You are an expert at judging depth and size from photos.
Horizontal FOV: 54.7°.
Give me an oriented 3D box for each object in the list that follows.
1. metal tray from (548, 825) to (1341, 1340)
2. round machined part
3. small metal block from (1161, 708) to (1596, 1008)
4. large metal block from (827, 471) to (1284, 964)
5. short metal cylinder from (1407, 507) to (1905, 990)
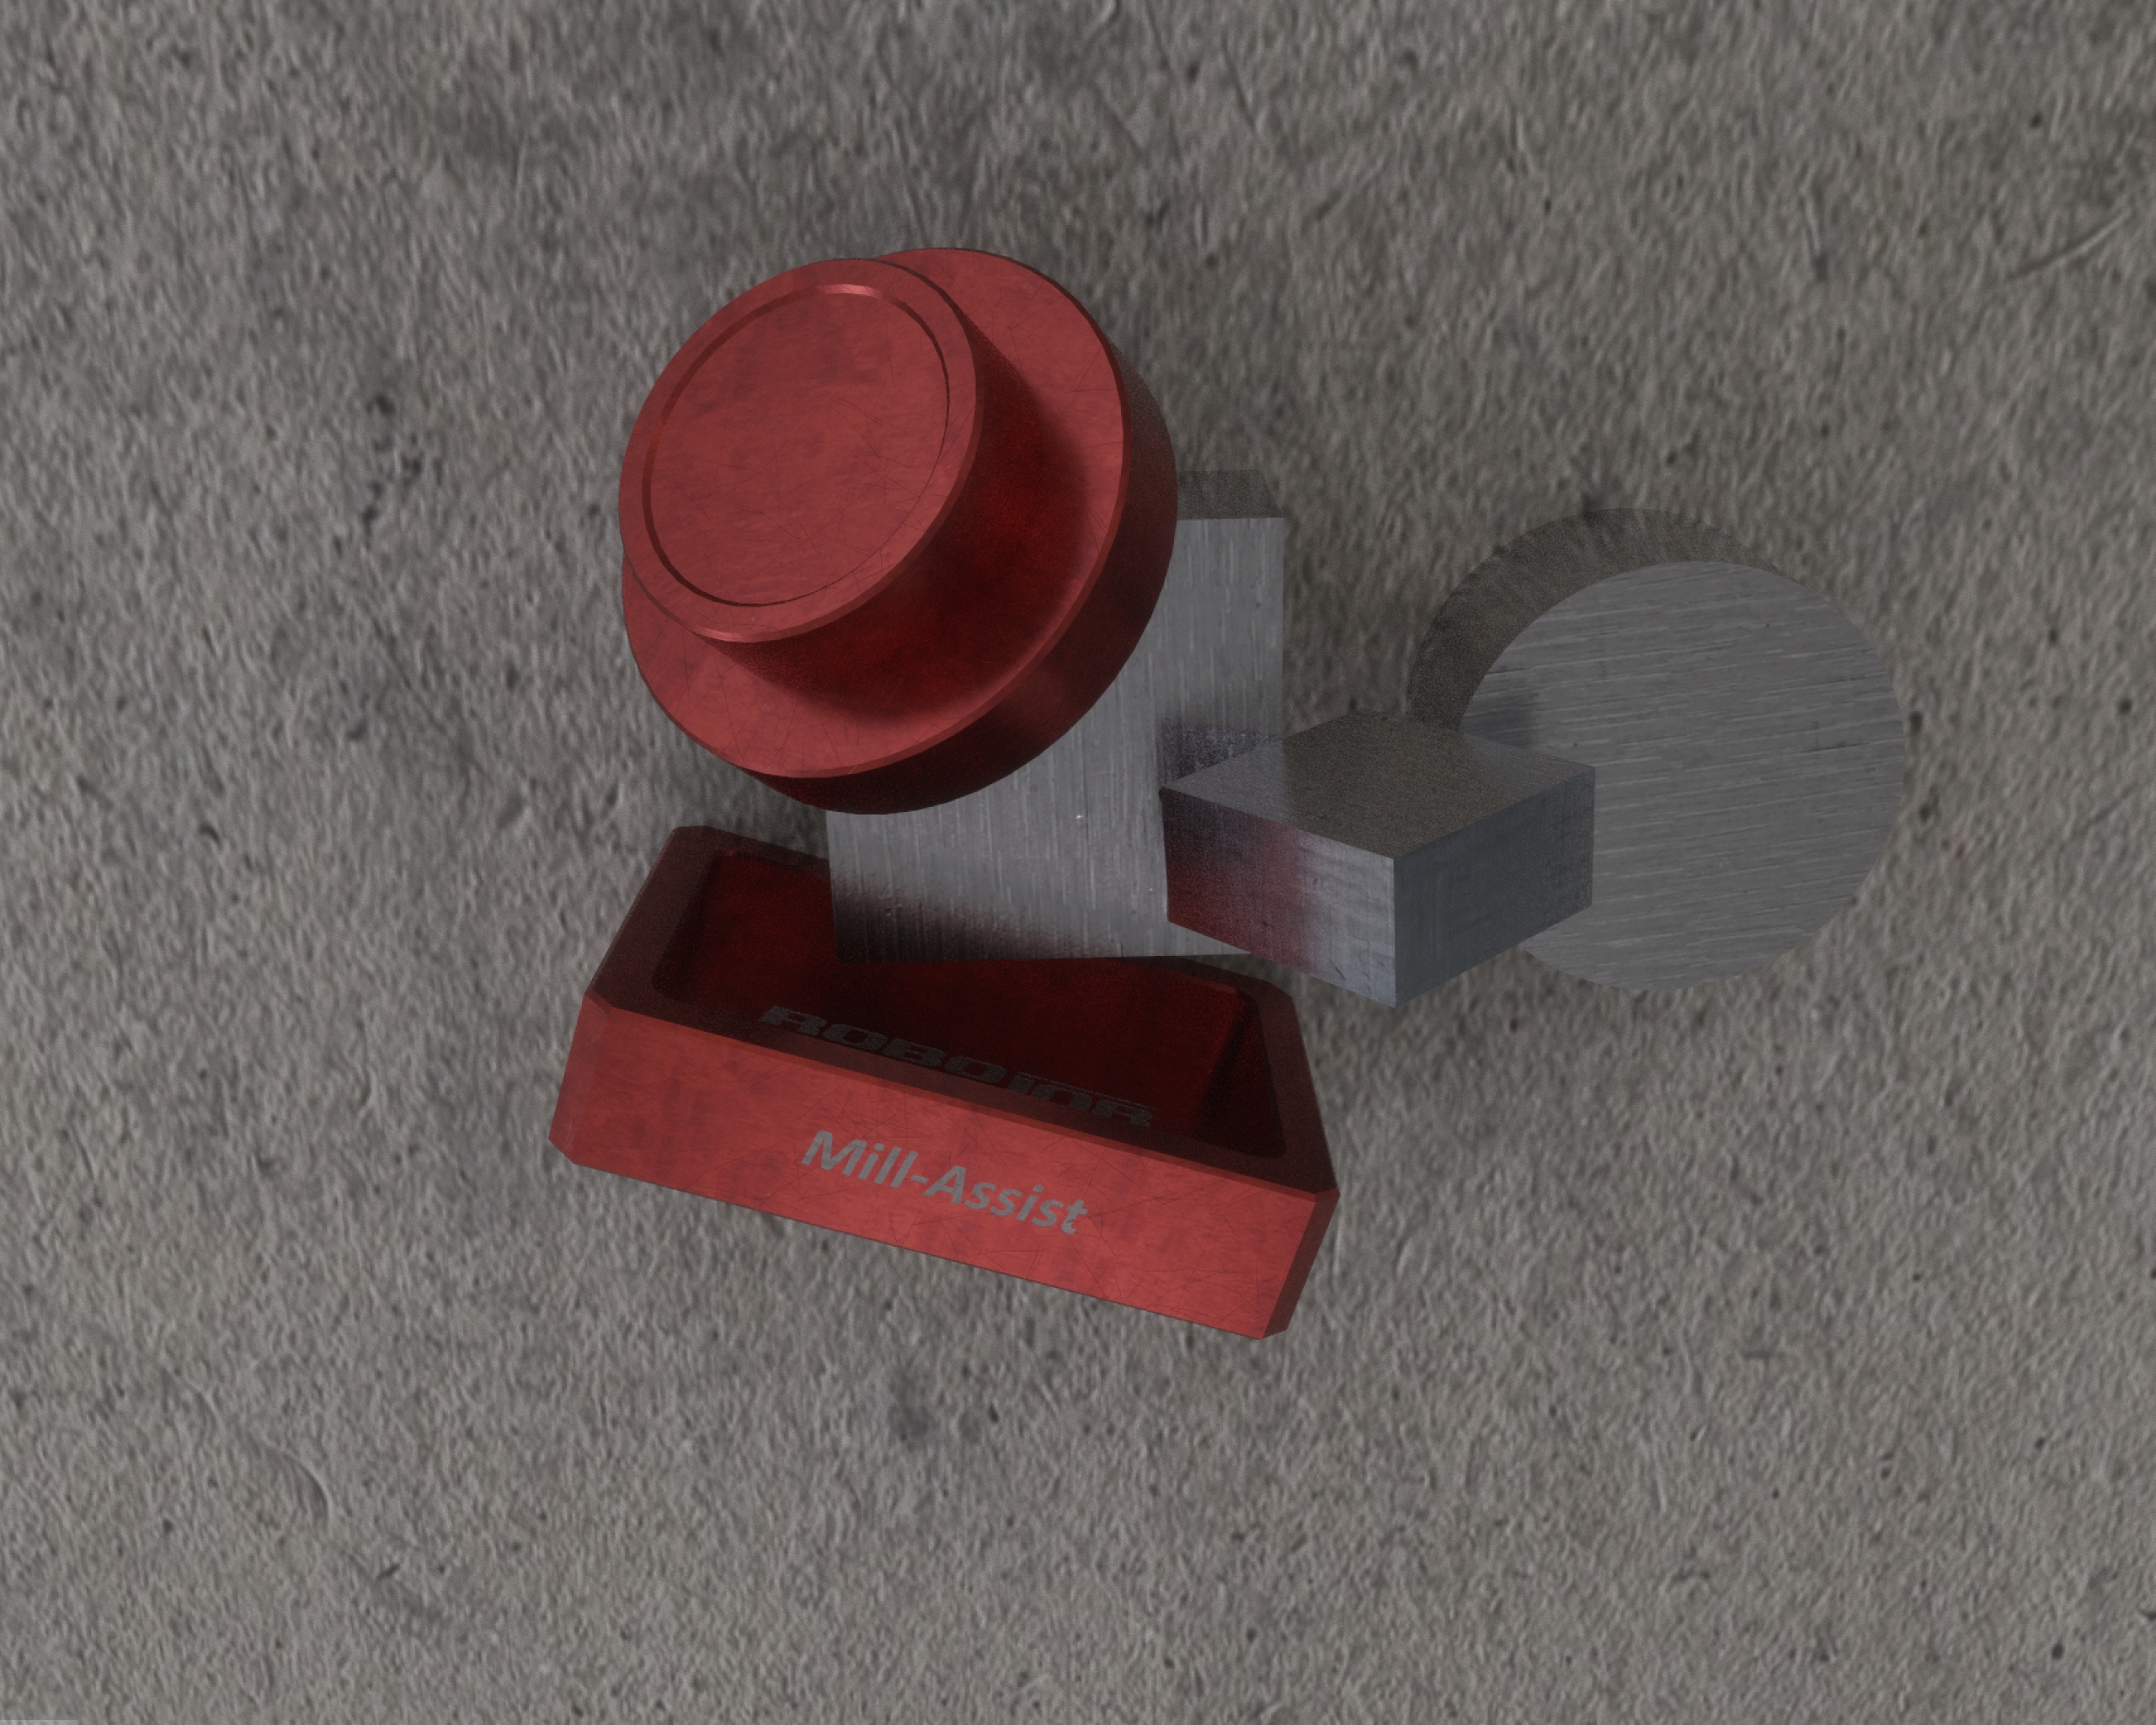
[{"bbox_3d":[-0.022,0.037,0.389,0.131,0.090,0.030,16,110,-6],"label":"metal tray"},{"bbox_3d":[-0.037,-0.061,0.349,0.098,0.098,0.042,-35,151,11],"label":"round machined part"},{"bbox_3d":[0.050,-0.003,0.348,0.050,0.050,0.025,-22,118,-37],"label":"small metal block"},{"bbox_3d":[-0.005,-0.029,0.388,0.080,0.050,0.079,-1,110,0],"label":"large metal block"},{"bbox_3d":[0.105,-0.023,0.391,0.081,0.050,0.079,0,110,0],"label":"short metal cylinder"}]
